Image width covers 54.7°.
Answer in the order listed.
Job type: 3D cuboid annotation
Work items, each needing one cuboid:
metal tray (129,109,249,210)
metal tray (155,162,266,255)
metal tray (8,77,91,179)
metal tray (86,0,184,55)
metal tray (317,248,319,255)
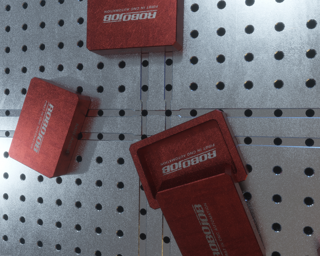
[{"bbox_3d":[0.035,0.041,0.396,0.130,0.030,0.090,-23,83,18],"label":"metal tray"},{"bbox_3d":[0.062,0.115,0.367,0.090,0.030,0.129,-20,101,17],"label":"metal tray"},{"bbox_3d":[-0.168,-0.001,0.467,0.090,0.030,0.129,23,97,18],"label":"metal tray"},{"bbox_3d":[-0.035,-0.150,0.421,0.130,0.030,0.089,2,91,19],"label":"metal tray"},{"bbox_3d":[0.246,0.170,0.323,0.130,0.030,0.089,-11,86,19],"label":"metal tray"}]
